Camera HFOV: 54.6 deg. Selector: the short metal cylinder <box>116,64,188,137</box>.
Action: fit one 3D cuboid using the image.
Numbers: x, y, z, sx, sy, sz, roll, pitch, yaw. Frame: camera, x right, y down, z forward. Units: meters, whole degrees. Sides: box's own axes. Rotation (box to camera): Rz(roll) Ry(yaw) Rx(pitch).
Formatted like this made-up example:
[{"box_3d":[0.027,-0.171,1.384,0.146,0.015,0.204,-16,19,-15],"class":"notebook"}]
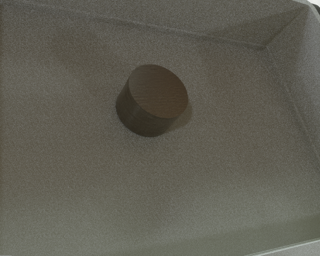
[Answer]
[{"box_3d":[-0.011,-0.035,0.402,0.081,0.050,0.080,13,56,-21],"class":"short metal cylinder"}]
